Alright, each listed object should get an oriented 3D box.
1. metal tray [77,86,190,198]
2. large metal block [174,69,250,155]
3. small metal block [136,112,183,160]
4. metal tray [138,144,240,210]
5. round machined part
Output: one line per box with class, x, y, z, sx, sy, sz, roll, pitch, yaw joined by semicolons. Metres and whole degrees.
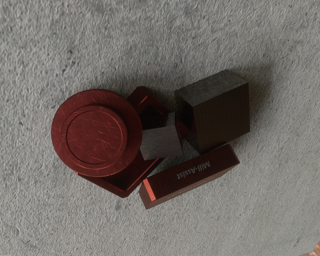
metal tray;-0.035;0.022;0.398;0.130;0.030;0.090;-46;129;4
large metal block;0.072;-0.022;0.418;0.081;0.050;0.080;-24;127;-14
small metal block;-0.001;0.011;0.385;0.050;0.025;0.050;-9;130;10
metal tray;0.038;0.071;0.440;0.131;0.030;0.090;-21;163;-16
round machined part;-0.068;0.007;0.337;0.099;0.042;0.097;-1;99;-4
